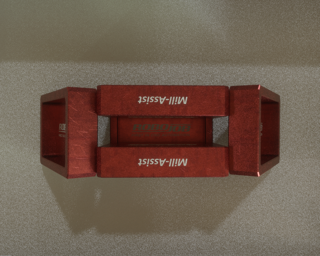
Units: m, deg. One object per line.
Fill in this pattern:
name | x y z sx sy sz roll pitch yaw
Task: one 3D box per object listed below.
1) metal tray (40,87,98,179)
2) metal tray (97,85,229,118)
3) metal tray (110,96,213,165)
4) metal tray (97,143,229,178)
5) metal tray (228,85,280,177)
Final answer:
metal tray | -0.110 0.003 0.358 0.030 0.130 0.089 0 91 -32
metal tray | 0.003 -0.027 0.347 0.131 0.090 0.030 0 90 0
metal tray | 0.002 0.003 0.407 0.131 0.030 0.089 0 90 -1
metal tray | 0.003 0.034 0.347 0.131 0.090 0.030 0 90 -1
metal tray | 0.113 0.002 0.359 0.030 0.131 0.089 1 91 30
